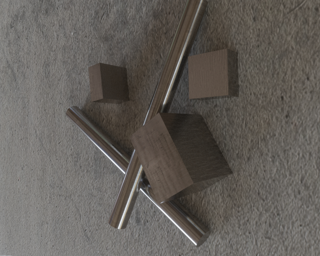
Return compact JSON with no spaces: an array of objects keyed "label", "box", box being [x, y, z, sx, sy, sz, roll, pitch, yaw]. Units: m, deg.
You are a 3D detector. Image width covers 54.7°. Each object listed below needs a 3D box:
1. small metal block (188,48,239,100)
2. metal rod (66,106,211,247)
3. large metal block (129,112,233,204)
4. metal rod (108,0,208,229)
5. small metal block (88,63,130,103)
[{"label":"small metal block","box":[0.061,-0.059,0.354,0.050,0.025,0.050,-2,89,39]},{"label":"metal rod","box":[-0.048,0.052,0.442,0.300,0.025,0.025,38,113,33]},{"label":"large metal block","box":[0.024,0.031,0.347,0.050,0.081,0.080,-39,67,33]},{"label":"metal rod","box":[-0.005,-0.013,0.386,0.025,0.025,0.298,26,99,37]},{"label":"small metal block","box":[-0.073,-0.063,0.446,0.025,0.050,0.050,-10,84,39]}]
